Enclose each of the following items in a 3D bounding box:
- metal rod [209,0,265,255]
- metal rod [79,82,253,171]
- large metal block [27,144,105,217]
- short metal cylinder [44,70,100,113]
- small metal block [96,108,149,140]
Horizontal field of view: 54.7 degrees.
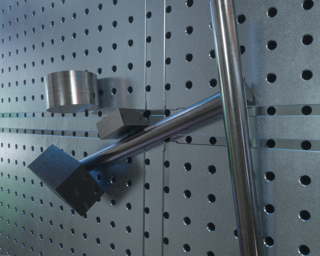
[{"bbox_3d":[0.081,0.021,0.316,0.025,0.025,0.298,-5,94,39],"label":"metal rod"},{"bbox_3d":[-0.016,0.012,0.420,0.299,0.025,0.025,-25,75,37],"label":"metal rod"},{"bbox_3d":[-0.145,0.081,0.482,0.080,0.080,0.050,23,60,37],"label":"large metal block"},{"bbox_3d":[-0.137,-0.054,0.483,0.080,0.081,0.050,-10,84,39],"label":"short metal cylinder"},{"bbox_3d":[-0.052,-0.005,0.434,0.050,0.050,0.025,-29,72,36],"label":"small metal block"}]
